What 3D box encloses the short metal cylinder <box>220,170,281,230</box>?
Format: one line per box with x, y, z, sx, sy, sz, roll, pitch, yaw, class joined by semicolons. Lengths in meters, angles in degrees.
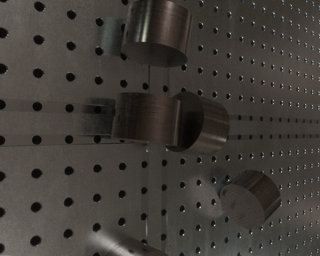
0.144;0.114;0.498;0.050;0.080;0.080;-28;108;-37;short metal cylinder

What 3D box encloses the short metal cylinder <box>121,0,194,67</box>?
-0.003;-0.110;0.372;0.081;0.080;0.050;14;81;-40;short metal cylinder

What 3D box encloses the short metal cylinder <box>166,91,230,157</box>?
0.045;-0.004;0.413;0.050;0.080;0.080;14;81;-40;short metal cylinder

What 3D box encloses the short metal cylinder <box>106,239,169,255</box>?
-0.028;0.181;0.372;0.081;0.050;0.079;0;90;-40;short metal cylinder

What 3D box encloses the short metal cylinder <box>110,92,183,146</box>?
-0.015;-0.008;0.362;0.081;0.080;0.050;11;83;-40;short metal cylinder
